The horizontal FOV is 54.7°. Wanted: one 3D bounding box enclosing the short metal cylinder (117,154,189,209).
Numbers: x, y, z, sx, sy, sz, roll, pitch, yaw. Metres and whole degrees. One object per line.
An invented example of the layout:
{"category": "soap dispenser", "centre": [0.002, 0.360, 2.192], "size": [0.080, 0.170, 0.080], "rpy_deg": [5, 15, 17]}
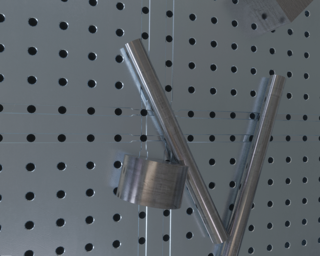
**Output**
{"category": "short metal cylinder", "centre": [-0.009, 0.064, 0.380], "size": [0.081, 0.080, 0.050], "rpy_deg": [12, 86, -20]}

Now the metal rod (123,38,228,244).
{"category": "metal rod", "centre": [0.025, 0.024, 0.422], "size": [0.025, 0.025, 0.299], "rpy_deg": [-27, 99, -18]}

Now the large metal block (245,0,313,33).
{"category": "large metal block", "centre": [0.181, -0.207, 0.466], "size": [0.080, 0.050, 0.080], "rpy_deg": [-45, 104, -15]}

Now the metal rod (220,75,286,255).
{"category": "metal rod", "centre": [0.139, 0.064, 0.464], "size": [0.025, 0.025, 0.299], "rpy_deg": [20, 83, -19]}
